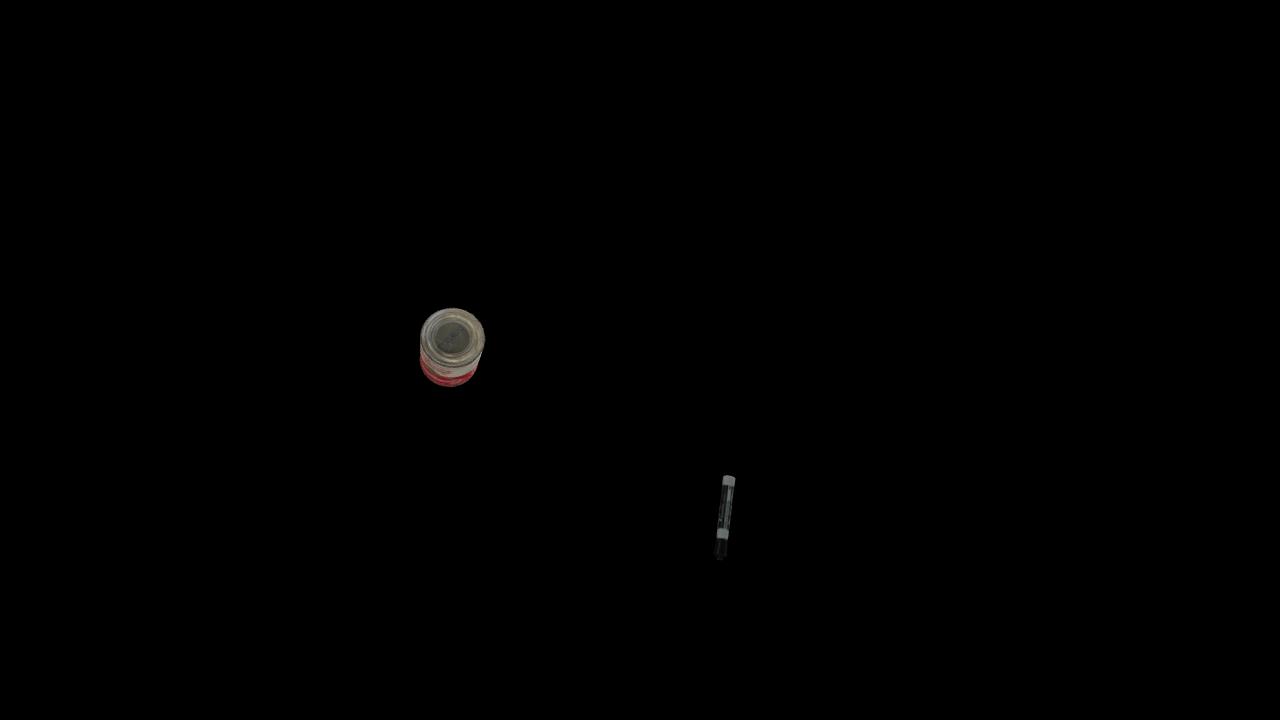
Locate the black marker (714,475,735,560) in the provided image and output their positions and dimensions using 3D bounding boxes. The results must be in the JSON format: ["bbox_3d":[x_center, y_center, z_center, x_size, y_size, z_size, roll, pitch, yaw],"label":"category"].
[{"bbox_3d":[0.123,0.228,0.890,0.020,0.121,0.020,9,-27,5],"label":"black marker"}]

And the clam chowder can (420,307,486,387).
[{"bbox_3d":[-0.212,-0.013,0.691,0.068,0.068,0.102,0,-14,-20],"label":"clam chowder can"}]
